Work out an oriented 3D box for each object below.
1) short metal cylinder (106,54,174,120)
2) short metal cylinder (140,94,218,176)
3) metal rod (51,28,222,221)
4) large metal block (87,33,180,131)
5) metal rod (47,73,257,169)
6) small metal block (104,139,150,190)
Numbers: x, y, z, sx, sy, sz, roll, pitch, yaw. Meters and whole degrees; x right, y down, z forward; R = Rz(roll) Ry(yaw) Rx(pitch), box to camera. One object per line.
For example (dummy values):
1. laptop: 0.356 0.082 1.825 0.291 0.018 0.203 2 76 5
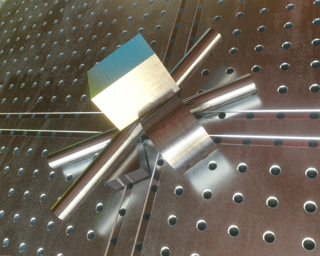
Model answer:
1. short metal cylinder: -0.028 -0.057 0.437 0.080 0.050 0.080 -13 56 21
2. short metal cylinder: 0.021 0.007 0.353 0.050 0.080 0.080 -38 51 4
3. metal rod: -0.024 -0.010 0.391 0.025 0.025 0.300 35 80 38
4. large metal block: -0.034 -0.056 0.359 0.080 0.050 0.080 -35 34 6
5. metal rod: -0.022 -0.003 0.417 0.301 0.025 0.025 -21 54 15
6. small metal block: -0.046 0.044 0.400 0.050 0.025 0.050 -25 53 13
